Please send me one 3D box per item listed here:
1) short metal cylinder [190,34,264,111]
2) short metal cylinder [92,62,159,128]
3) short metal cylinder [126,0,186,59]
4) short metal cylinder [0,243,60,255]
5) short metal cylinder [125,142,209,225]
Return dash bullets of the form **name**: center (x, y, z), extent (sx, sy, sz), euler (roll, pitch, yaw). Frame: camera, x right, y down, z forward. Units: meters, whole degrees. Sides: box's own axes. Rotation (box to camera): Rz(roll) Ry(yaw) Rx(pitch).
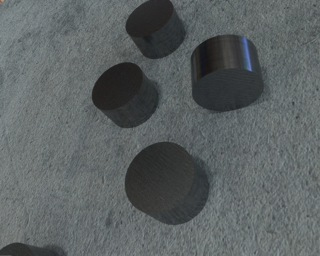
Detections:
- **short metal cylinder**: center (0.077, -0.063, 0.366), extent (0.080, 0.080, 0.050), euler (-13, 57, 21)
- **short metal cylinder**: center (-0.049, -0.046, 0.442), extent (0.080, 0.050, 0.080), euler (-13, 56, 21)
- **short metal cylinder**: center (-0.006, -0.156, 0.487), extent (0.080, 0.050, 0.080), euler (-13, 56, 21)
- **short metal cylinder**: center (-0.159, 0.180, 0.361), extent (0.080, 0.050, 0.080), euler (-13, 56, 21)
- **short metal cylinder**: center (0.009, 0.062, 0.345), extent (0.080, 0.050, 0.080), euler (-13, 56, 21)
